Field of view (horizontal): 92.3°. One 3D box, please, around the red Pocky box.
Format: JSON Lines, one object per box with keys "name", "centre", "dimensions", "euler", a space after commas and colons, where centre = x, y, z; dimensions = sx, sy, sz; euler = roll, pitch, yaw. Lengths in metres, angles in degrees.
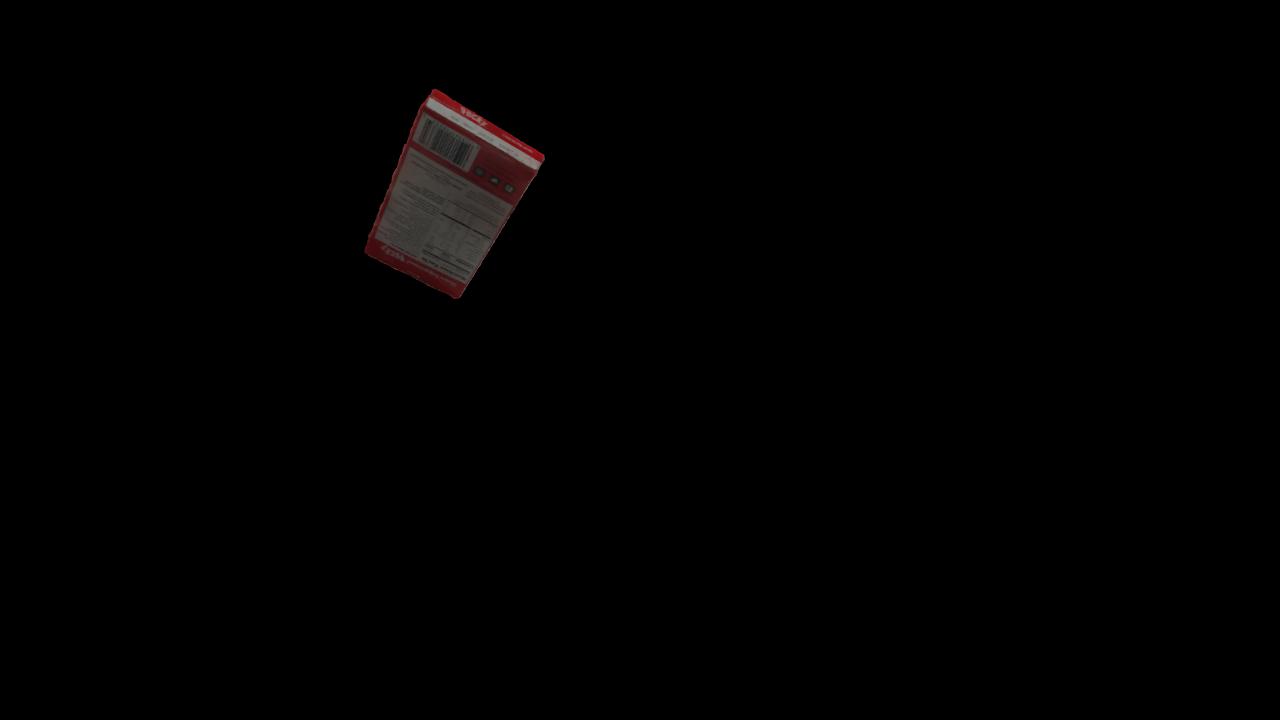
{"name": "red Pocky box", "centre": [-0.142, -0.113, 0.453], "dimensions": [0.083, 0.028, 0.155], "euler": [27, -43, -22]}
